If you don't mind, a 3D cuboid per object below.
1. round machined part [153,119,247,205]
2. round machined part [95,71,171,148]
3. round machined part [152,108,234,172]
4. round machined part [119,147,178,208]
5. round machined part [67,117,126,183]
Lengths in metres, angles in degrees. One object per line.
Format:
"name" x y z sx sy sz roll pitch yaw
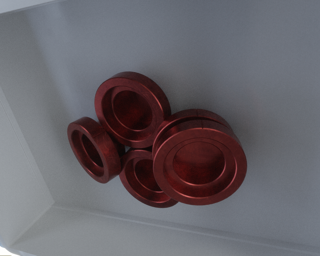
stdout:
"round machined part" 0.043 0.034 0.344 0.099 0.042 0.097 1 116 3
"round machined part" -0.030 -0.026 0.395 0.098 0.042 0.097 13 124 21
"round machined part" 0.041 0.021 0.373 0.099 0.042 0.097 1 116 3
"round machined part" -0.006 0.061 0.436 0.098 0.042 0.097 13 124 21
"round machined part" -0.087 0.027 0.445 0.098 0.042 0.097 31 138 34
